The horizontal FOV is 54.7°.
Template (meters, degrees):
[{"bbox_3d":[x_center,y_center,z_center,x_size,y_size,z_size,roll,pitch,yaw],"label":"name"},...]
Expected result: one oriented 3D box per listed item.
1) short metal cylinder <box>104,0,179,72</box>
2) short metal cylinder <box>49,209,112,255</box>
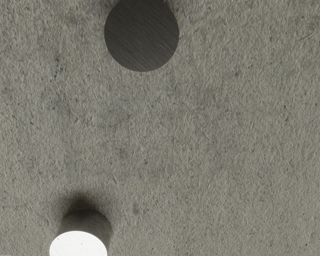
[{"bbox_3d":[-0.020,-0.109,0.356,0.081,0.050,0.079,0,110,0],"label":"short metal cylinder"},{"bbox_3d":[-0.114,0.168,0.457,0.081,0.050,0.079,0,110,0],"label":"short metal cylinder"}]
